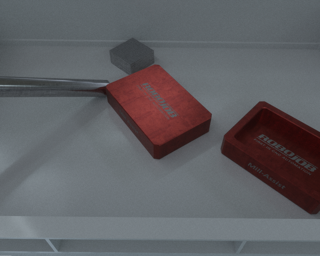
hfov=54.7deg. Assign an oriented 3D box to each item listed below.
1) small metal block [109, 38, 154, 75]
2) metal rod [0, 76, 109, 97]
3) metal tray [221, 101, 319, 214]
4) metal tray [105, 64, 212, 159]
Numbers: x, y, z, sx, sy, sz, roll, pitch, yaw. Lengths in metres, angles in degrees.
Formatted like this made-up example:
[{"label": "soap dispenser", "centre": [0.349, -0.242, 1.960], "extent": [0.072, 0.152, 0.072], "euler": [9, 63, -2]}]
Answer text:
[{"label": "small metal block", "centre": [-0.045, -0.115, 0.501], "extent": [0.050, 0.025, 0.050], "euler": [37, 59, 26]}, {"label": "metal rod", "centre": [-0.195, -0.048, 0.359], "extent": [0.302, 0.025, 0.025], "euler": [-5, 45, -40]}, {"label": "metal tray", "centre": [0.153, 0.030, 0.378], "extent": [0.130, 0.030, 0.090], "euler": [36, 58, 26]}, {"label": "metal tray", "centre": [-0.004, -0.028, 0.425], "extent": [0.091, 0.030, 0.130], "euler": [-28, 56, -22]}]
